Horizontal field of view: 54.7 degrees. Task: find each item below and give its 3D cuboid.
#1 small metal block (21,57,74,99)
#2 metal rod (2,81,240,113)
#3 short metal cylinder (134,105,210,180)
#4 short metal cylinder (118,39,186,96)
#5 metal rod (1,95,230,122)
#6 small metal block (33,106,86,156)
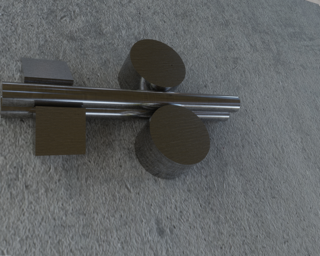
[{"bbox_3d":[-0.131,-0.057,0.357,0.050,0.025,0.050,0,35,-28],"label":"small metal block"},{"bbox_3d":[-0.025,-0.035,0.381,0.303,0.025,0.025,0,62,-28],"label":"metal rod"},{"bbox_3d":[0.014,0.018,0.386,0.081,0.050,0.080,14,56,-21],"label":"short metal cylinder"},{"bbox_3d":[-0.012,-0.075,0.428,0.081,0.050,0.080,14,56,-21],"label":"short metal cylinder"},{"bbox_3d":[-0.035,-0.022,0.400,0.303,0.025,0.025,0,62,-28],"label":"metal rod"},{"bbox_3d":[-0.108,0.003,0.332,0.050,0.025,0.050,1,88,-29],"label":"small metal block"}]
